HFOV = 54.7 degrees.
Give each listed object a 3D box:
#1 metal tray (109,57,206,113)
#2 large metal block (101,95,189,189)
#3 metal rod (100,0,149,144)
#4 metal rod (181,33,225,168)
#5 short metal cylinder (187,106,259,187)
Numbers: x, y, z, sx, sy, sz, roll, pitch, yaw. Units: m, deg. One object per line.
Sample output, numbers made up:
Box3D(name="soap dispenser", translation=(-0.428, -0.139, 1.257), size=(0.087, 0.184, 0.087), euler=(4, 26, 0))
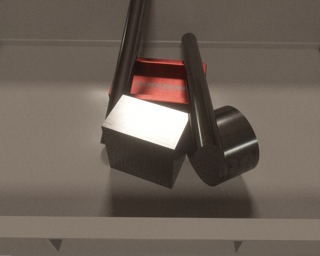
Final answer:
Box3D(name="metal tray", translation=(0.000, -0.061, 0.453), size=(0.131, 0.030, 0.090), euler=(5, 50, 4))
Box3D(name="large metal block", translation=(-0.014, 0.017, 0.355), size=(0.080, 0.080, 0.050), euler=(17, 52, 13))
Box3D(name="metal rod", translation=(-0.038, -0.123, 0.418), size=(0.025, 0.025, 0.299), euler=(8, 79, 6))
Box3D(name="metal rod", translation=(0.044, -0.060, 0.382), size=(0.025, 0.025, 0.300), euler=(1, 34, 1))
Box3D(name="short metal cylinder", translation=(0.066, 0.020, 0.354), size=(0.050, 0.080, 0.080), euler=(-20, 53, -17))
